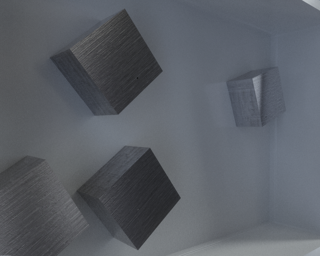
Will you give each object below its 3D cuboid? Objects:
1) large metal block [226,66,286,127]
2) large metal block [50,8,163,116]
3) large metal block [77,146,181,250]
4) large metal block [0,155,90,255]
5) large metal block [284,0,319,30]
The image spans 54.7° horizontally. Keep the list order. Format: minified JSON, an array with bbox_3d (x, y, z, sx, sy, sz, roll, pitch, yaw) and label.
[{"bbox_3d":[0.166,-0.053,0.529,0.081,0.050,0.080,-26,107,-37],"label":"large metal block"},{"bbox_3d":[-0.056,-0.070,0.343,0.080,0.050,0.080,-49,119,-29],"label":"large metal block"},{"bbox_3d":[-0.034,0.078,0.362,0.080,0.050,0.080,-44,117,-31],"label":"large metal block"},{"bbox_3d":[-0.127,0.083,0.284,0.080,0.050,0.080,-39,114,-33],"label":"large metal block"},{"bbox_3d":[0.316,-0.252,0.637,0.080,0.080,0.050,18,79,-39],"label":"large metal block"}]
